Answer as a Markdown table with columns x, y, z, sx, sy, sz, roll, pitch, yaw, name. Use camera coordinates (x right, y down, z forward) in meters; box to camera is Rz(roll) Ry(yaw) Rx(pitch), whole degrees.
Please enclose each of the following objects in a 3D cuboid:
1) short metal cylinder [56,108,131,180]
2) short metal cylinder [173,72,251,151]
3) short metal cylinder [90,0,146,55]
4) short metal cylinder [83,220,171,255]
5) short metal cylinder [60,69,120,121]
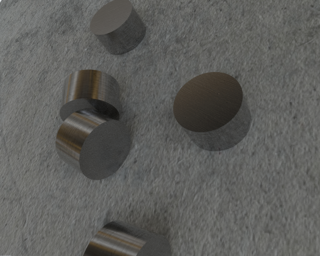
| x | y | z | sx | sy | sz | roll | pitch | yaw | name |
| --- | --- | --- | --- | --- | --- | --- | --- | --- | --- |
| -0.084 | 0.020 | 0.399 | 0.050 | 0.080 | 0.080 | 24 | 75 | 36 | short metal cylinder |
| 0.062 | -0.019 | 0.366 | 0.080 | 0.050 | 0.080 | -13 | 56 | 20 | short metal cylinder |
| -0.071 | -0.172 | 0.529 | 0.080 | 0.050 | 0.080 | -13 | 56 | 20 | short metal cylinder |
| -0.032 | 0.137 | 0.300 | 0.050 | 0.080 | 0.080 | 8 | 66 | 31 | short metal cylinder |
| -0.098 | -0.037 | 0.441 | 0.080 | 0.080 | 0.050 | -16 | 55 | 18 | short metal cylinder |
